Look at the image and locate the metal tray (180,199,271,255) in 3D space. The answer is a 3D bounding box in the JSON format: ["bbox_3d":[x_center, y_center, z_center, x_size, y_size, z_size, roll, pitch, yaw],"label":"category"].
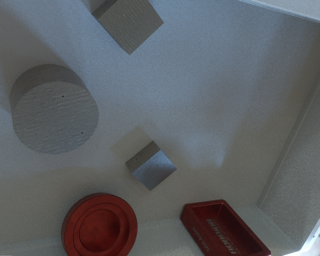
[{"bbox_3d":[0.103,0.175,0.508,0.091,0.130,0.030,1,118,-29],"label":"metal tray"}]

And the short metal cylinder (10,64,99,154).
[{"bbox_3d":[-0.110,-0.020,0.321,0.081,0.050,0.079,-14,125,-21],"label":"short metal cylinder"}]

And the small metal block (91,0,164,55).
[{"bbox_3d":[-0.033,-0.114,0.321,0.050,0.025,0.050,-43,130,1],"label":"small metal block"}]

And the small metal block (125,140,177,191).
[{"bbox_3d":[-0.012,0.054,0.437,0.050,0.025,0.050,-40,130,-2],"label":"small metal block"}]

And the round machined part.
[{"bbox_3d":[-0.084,0.136,0.420,0.099,0.042,0.097,1,87,-29],"label":"round machined part"}]
